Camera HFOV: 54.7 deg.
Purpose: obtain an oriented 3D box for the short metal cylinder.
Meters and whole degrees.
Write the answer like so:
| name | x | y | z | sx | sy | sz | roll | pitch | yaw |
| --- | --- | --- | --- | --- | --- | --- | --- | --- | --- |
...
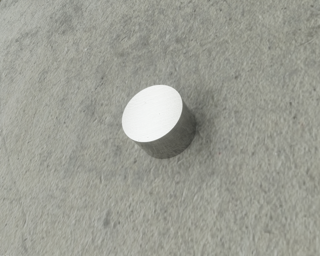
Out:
| name | x | y | z | sx | sy | sz | roll | pitch | yaw |
| --- | --- | --- | --- | --- | --- | --- | --- | --- | --- |
| short metal cylinder | 0.000 | -0.007 | 0.391 | 0.080 | 0.050 | 0.080 | -13 | 56 | 20 |
